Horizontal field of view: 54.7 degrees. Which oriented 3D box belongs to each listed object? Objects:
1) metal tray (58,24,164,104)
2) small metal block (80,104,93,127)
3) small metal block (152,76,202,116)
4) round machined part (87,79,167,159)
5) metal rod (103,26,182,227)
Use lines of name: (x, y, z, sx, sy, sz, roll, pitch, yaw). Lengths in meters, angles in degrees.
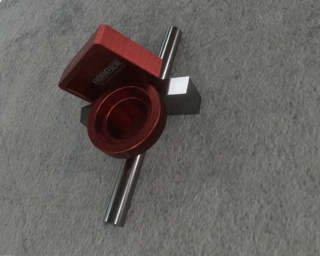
metal tray: (-0.069, -0.071, 0.412, 0.130, 0.090, 0.030, -26, 45, 50)
small metal block: (-0.075, -0.013, 0.435, 0.050, 0.050, 0.025, -18, 55, 18)
small metal block: (0.021, -0.040, 0.401, 0.050, 0.050, 0.025, -1, 61, 27)
round machined part: (-0.036, -0.008, 0.381, 0.098, 0.042, 0.098, -11, 61, 20)
metal rod: (-0.016, -0.018, 0.424, 0.025, 0.025, 0.300, 2, 63, 29)
